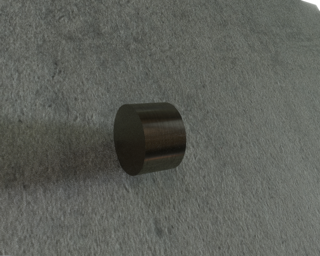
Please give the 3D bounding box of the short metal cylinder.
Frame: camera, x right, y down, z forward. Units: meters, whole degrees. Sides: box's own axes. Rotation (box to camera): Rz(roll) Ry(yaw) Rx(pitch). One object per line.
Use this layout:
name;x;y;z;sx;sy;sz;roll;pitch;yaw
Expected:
short metal cylinder;-0.014;0.011;0.356;0.050;0.080;0.080;-6;65;-31
